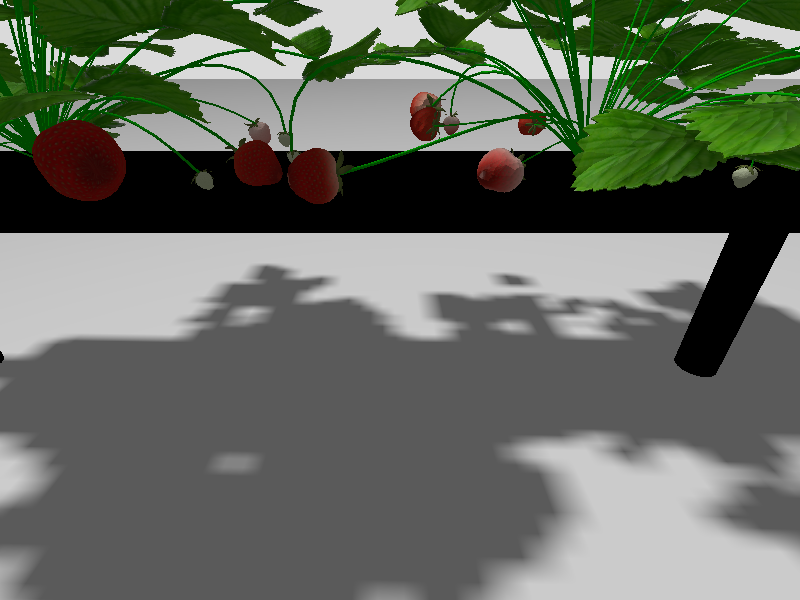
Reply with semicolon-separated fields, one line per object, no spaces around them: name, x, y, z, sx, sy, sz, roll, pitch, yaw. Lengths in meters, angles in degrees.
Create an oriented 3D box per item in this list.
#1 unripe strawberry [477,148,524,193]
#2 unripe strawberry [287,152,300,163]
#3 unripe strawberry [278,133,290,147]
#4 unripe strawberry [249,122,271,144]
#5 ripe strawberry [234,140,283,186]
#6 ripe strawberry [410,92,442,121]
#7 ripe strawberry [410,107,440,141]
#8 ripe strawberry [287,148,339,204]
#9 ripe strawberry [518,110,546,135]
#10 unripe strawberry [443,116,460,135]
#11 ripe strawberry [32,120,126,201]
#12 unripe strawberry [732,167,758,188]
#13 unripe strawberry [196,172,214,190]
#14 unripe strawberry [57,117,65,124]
unripe strawberry;0.063;-0.083;0.256;0.031;0.026;0.031;-26;39;-36
unripe strawberry;-0.086;-0.115;0.322;0.010;0.010;0.009;-2;30;-3
unripe strawberry;-0.098;-0.137;0.343;0.011;0.011;0.011;-2;30;-4
unripe strawberry;-0.146;-0.175;0.422;0.024;0.021;0.022;36;-11;45
ripe strawberry;-0.095;-0.091;0.272;0.032;0.031;0.029;29;35;4
ripe strawberry;0.032;-0.252;0.535;0.042;0.044;0.046;-15;18;-23
ripe strawberry;0.027;-0.192;0.436;0.033;0.034;0.030;25;39;37
ripe strawberry;-0.051;-0.072;0.236;0.030;0.031;0.027;-16;34;-24
ripe strawberry;0.153;-0.207;0.468;0.032;0.027;0.032;0;30;-1
unripe strawberry;0.062;-0.213;0.489;0.022;0.022;0.019;-15;33;-23
ripe strawberry;-0.189;-0.082;0.241;0.048;0.047;0.045;26;39;36
unripe strawberry;0.228;-0.081;0.266;0.012;0.013;0.013;-25;38;-36
unripe strawberry;-0.129;-0.079;0.266;0.012;0.011;0.010;-33;8;39
unripe strawberry;-0.410;-0.215;0.483;0.011;0.010;0.010;-18;35;-28
